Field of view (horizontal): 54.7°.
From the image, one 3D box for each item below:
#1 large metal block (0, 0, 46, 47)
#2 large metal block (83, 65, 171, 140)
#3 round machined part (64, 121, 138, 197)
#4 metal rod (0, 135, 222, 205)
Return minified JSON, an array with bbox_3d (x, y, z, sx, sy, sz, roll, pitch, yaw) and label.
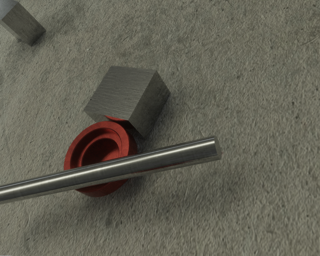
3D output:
[{"bbox_3d":[-0.311,-0.232,0.674,0.080,0.080,0.050,31,79,38],"label":"large metal block"},{"bbox_3d":[-0.045,-0.037,0.432,0.080,0.050,0.080,13,65,33],"label":"large metal block"},{"bbox_3d":[-0.072,0.043,0.405,0.098,0.042,0.098,-13,56,21],"label":"round machined part"},{"bbox_3d":[-0.079,0.054,0.358,0.301,0.025,0.025,-14,56,20],"label":"metal rod"}]
